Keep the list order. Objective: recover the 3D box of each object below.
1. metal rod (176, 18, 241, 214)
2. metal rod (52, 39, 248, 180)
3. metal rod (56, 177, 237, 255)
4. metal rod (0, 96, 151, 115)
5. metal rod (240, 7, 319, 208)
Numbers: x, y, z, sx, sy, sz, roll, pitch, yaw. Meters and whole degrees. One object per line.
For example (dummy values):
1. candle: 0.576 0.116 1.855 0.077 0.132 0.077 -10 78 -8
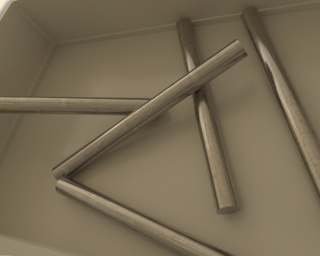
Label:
1. metal rod: 0.054 -0.039 0.401 0.025 0.025 0.299 -19 54 17
2. metal rod: -0.023 -0.015 0.405 0.300 0.025 0.025 -34 51 14
3. metal rod: -0.012 0.111 0.344 0.300 0.025 0.025 15 69 34
4. metal rod: -0.150 -0.032 0.440 0.302 0.025 0.025 1 60 6
5. metal rod: 0.143 -0.037 0.353 0.025 0.025 0.299 -20 54 17
